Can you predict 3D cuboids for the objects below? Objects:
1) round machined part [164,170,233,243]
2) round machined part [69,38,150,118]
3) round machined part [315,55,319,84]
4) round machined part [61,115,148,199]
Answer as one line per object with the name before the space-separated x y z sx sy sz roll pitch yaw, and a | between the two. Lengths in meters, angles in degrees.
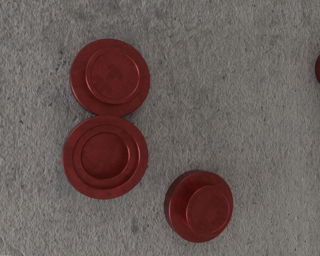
round machined part | 0.058 0.108 0.422 0.099 0.042 0.097 0 90 -20
round machined part | -0.058 -0.061 0.378 0.099 0.042 0.097 0 90 -20
round machined part | 0.297 -0.099 0.509 0.099 0.042 0.097 0 90 -20
round machined part | -0.067 0.033 0.374 0.099 0.042 0.097 -1 93 -20
